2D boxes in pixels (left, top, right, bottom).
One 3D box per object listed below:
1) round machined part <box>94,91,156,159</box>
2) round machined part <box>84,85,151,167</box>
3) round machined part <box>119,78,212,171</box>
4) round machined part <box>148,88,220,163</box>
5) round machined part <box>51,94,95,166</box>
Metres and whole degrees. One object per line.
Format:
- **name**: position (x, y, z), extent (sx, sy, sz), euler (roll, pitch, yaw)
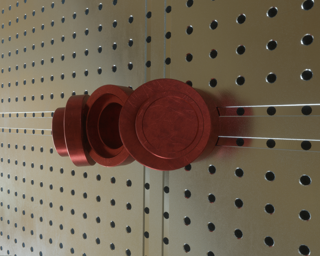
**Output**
- **round machined part**: position (-0.056, -0.004, 0.442), extent (0.098, 0.042, 0.097), euler (0, 90, 39)
- **round machined part**: position (-0.049, -0.003, 0.381), extent (0.098, 0.042, 0.097), euler (0, 90, 39)
- **round machined part**: position (0.007, -0.004, 0.324), extent (0.042, 0.099, 0.097), euler (-179, 89, -80)
- **round machined part**: position (0.020, -0.003, 0.380), extent (0.098, 0.042, 0.097), euler (0, 90, 39)
- **round machined part**: position (-0.115, 0.004, 0.424), extent (0.042, 0.098, 0.097), euler (-4, 87, 2)
